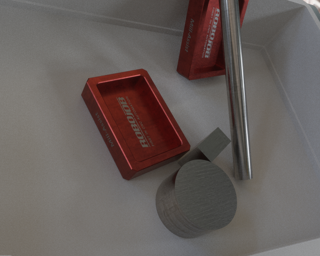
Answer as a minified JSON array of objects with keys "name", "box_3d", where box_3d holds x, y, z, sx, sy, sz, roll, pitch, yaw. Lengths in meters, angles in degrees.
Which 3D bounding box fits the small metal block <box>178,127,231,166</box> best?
[{"name":"small metal block","box_3d":[0.058,0.031,0.403,0.025,0.050,0.050,48,51,5]}]

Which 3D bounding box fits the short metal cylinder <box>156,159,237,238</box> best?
[{"name":"short metal cylinder","box_3d":[0.042,0.083,0.363,0.081,0.050,0.080,14,56,-21]}]

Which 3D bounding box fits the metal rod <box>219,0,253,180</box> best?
[{"name":"metal rod","box_3d":[0.100,-0.078,0.416,0.025,0.025,0.298,-10,97,-33]}]

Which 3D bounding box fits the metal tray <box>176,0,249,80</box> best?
[{"name":"metal tray","box_3d":[0.079,-0.142,0.470,0.091,0.129,0.030,-14,39,-33]}]

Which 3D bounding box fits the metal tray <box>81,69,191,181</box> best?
[{"name":"metal tray","box_3d":[-0.031,-0.010,0.392,0.091,0.030,0.130,-18,72,-35]}]
